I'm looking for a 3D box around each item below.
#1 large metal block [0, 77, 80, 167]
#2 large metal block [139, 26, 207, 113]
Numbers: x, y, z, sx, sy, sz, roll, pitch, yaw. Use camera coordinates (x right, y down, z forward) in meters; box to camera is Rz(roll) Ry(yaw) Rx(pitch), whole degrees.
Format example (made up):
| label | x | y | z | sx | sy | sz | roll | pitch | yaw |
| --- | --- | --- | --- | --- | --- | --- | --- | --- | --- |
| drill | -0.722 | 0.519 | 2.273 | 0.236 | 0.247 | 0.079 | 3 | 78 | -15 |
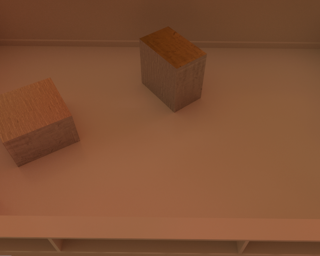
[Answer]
| label | x | y | z | sx | sy | sz | roll | pitch | yaw |
| --- | --- | --- | --- | --- | --- | --- | --- | --- | --- |
| large metal block | -0.160 | -0.010 | 0.396 | 0.081 | 0.050 | 0.080 | -25 | 54 | -19 |
| large metal block | 0.016 | -0.083 | 0.439 | 0.050 | 0.080 | 0.080 | -30 | 57 | -23 |
